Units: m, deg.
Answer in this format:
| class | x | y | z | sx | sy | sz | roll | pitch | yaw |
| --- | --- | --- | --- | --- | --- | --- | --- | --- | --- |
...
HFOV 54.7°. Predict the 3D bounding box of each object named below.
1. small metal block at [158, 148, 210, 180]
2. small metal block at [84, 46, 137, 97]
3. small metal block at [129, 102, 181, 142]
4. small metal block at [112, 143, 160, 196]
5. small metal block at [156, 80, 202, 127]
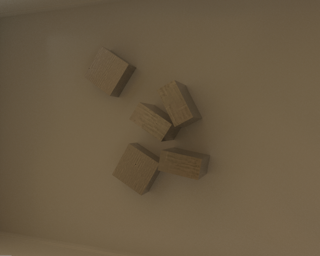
| class | x | y | z | sx | sy | sz | roll | pitch | yaw |
| --- | --- | --- | --- | --- | --- | --- | --- | --- | --- |
| small metal block | 0.031 | 0.043 | 0.386 | 0.050 | 0.050 | 0.025 | 11 | 94 | 19 |
| small metal block | -0.070 | -0.078 | 0.435 | 0.050 | 0.025 | 0.050 | 36 | 101 | 16 |
| small metal block | -0.003 | -0.008 | 0.398 | 0.050 | 0.050 | 0.025 | 35 | 101 | 16 |
| small metal block | -0.029 | 0.055 | 0.421 | 0.050 | 0.025 | 0.050 | 32 | 100 | 17 |
| small metal block | 0.026 | -0.029 | 0.388 | 0.025 | 0.050 | 0.050 | -29 | 81 | 18 |
